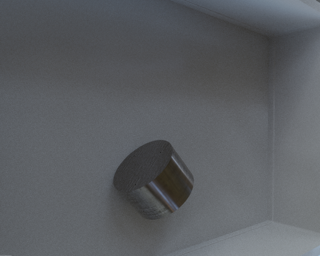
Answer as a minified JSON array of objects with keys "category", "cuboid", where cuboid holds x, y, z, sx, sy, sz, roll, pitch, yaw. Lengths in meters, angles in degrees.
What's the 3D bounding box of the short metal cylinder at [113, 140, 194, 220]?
[{"category":"short metal cylinder","cuboid":[-0.007,0.060,0.367,0.080,0.080,0.050,-50,120,-28]}]
